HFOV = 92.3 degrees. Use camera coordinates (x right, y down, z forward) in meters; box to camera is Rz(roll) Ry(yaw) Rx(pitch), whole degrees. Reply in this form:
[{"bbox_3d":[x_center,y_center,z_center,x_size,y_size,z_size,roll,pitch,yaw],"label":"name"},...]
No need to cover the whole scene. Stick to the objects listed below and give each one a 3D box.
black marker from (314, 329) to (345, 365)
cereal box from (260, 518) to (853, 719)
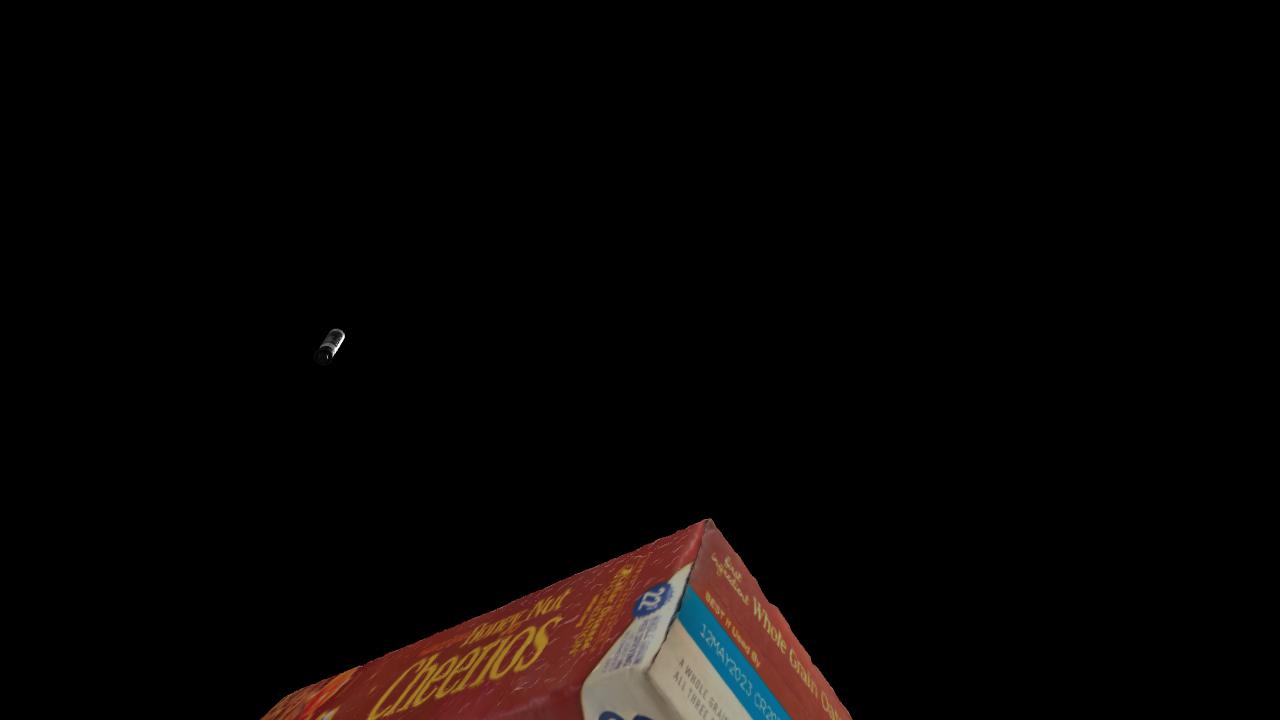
[{"bbox_3d":[-0.365,-0.016,0.724,0.020,0.020,0.121,0,14,-19],"label":"black marker"},{"bbox_3d":[-0.043,0.212,0.257,0.306,0.203,0.081,-31,7,29],"label":"cereal box"}]
